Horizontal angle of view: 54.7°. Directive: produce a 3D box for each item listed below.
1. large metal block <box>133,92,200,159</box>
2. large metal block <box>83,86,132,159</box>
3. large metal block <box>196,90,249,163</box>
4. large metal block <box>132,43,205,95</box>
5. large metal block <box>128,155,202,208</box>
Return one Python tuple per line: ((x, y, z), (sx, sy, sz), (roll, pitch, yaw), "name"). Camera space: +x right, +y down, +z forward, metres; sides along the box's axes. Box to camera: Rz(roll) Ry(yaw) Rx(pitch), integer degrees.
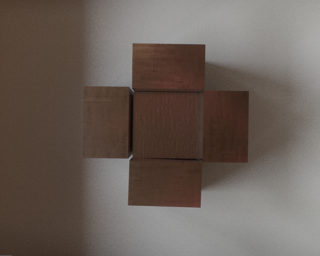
((0.008, -0.004, 0.396), (0.081, 0.050, 0.080), (1, 90, 0), "large metal block")
((-0.060, -0.007, 0.382), (0.050, 0.080, 0.080), (1, 90, 0), "large metal block")
((0.073, -0.002, 0.383), (0.050, 0.080, 0.080), (1, 90, 0), "large metal block")
((0.010, -0.068, 0.382), (0.081, 0.080, 0.050), (1, 90, 0), "large metal block")
((0.006, 0.062, 0.382), (0.081, 0.080, 0.050), (2, 90, 0), "large metal block")
